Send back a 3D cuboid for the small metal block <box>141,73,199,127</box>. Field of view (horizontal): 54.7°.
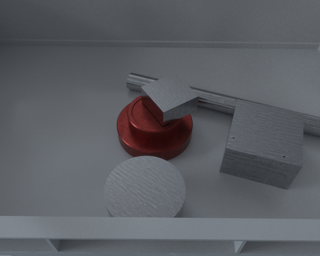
[{"bbox_3d":[0.011,-0.036,0.381,0.050,0.025,0.050,-26,55,-21],"label":"small metal block"}]

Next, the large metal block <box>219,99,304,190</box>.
[{"bbox_3d":[0.123,0.018,0.375,0.080,0.050,0.080,14,51,11],"label":"large metal block"}]

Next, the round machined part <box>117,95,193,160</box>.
[{"bbox_3d":[-0.007,-0.008,0.401,0.099,0.042,0.098,0,50,0],"label":"round machined part"}]

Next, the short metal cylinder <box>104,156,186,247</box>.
[{"bbox_3d":[-0.015,0.076,0.325,0.081,0.050,0.080,0,50,0],"label":"short metal cylinder"}]

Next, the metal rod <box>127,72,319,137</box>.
[{"bbox_3d":[0.097,-0.032,0.433,0.301,0.025,0.025,15,52,12],"label":"metal rod"}]
